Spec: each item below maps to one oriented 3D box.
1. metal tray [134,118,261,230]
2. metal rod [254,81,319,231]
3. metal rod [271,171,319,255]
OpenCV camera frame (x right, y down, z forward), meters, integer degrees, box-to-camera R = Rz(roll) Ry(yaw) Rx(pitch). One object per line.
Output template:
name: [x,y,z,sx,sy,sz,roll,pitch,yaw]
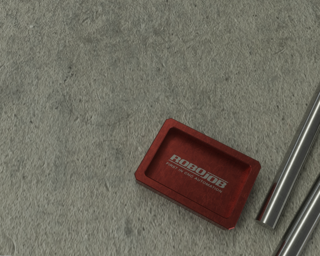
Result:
metal tray: [0.046,0.056,0.385,0.130,0.030,0.090,27,72,9]
metal rod: [0.201,-0.005,0.412,0.025,0.025,0.300,29,72,10]
metal rod: [0.217,0.056,0.390,0.025,0.025,0.300,35,73,11]
